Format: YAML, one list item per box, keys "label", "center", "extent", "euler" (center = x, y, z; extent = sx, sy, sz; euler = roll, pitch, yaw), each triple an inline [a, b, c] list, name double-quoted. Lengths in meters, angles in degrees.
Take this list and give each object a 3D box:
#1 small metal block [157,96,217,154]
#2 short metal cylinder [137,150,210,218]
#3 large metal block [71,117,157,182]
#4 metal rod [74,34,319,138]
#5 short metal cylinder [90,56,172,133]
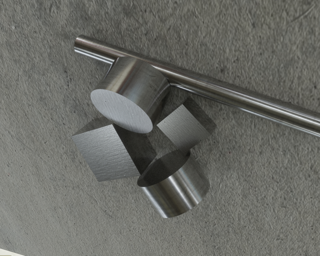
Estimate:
- label: "small metal block"
  center: [0.033, -0.003, 0.387]
  extent: [0.050, 0.025, 0.050]
  euler: [47, 129, -5]
- label: "short metal cylinder"
  center: [0.018, 0.071, 0.406]
  extent: [0.080, 0.080, 0.050]
  euler: [-23, 106, 36]
- label: "large metal block"
  center: [-0.064, 0.026, 0.440]
  extent: [0.080, 0.050, 0.080]
  euler: [-15, 111, 34]
- label: "metal rod"
  center: [0.034, -0.053, 0.355]
  extent: [0.301, 0.025, 0.025]
  euler: [21, 127, 15]
- label: "short metal cylinder"
  center: [-0.033, -0.037, 0.365]
  extent: [0.080, 0.050, 0.080]
  euler: [23, 155, 12]
